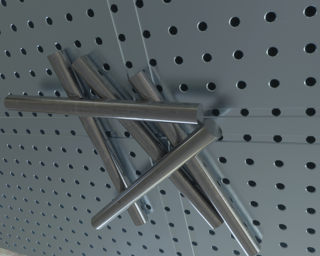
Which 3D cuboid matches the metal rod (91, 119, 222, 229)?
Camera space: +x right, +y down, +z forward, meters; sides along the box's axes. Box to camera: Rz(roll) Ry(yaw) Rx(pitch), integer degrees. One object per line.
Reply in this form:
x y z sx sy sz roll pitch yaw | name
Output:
-0.023 0.081 0.439 0.025 0.025 0.299 44 129 -3 | metal rod

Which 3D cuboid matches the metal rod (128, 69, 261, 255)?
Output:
0.052 0.054 0.416 0.025 0.025 0.299 -25 105 36 | metal rod

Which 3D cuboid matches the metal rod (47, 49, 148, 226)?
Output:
-0.087 0.027 0.471 0.025 0.025 0.299 -10 114 32 | metal rod

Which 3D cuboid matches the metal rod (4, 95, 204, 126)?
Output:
-0.091 -0.027 0.408 0.301 0.025 0.025 5 121 25 | metal rod

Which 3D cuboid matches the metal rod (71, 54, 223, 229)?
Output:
-0.012 0.023 0.430 0.025 0.025 0.300 -34 100 38 | metal rod
